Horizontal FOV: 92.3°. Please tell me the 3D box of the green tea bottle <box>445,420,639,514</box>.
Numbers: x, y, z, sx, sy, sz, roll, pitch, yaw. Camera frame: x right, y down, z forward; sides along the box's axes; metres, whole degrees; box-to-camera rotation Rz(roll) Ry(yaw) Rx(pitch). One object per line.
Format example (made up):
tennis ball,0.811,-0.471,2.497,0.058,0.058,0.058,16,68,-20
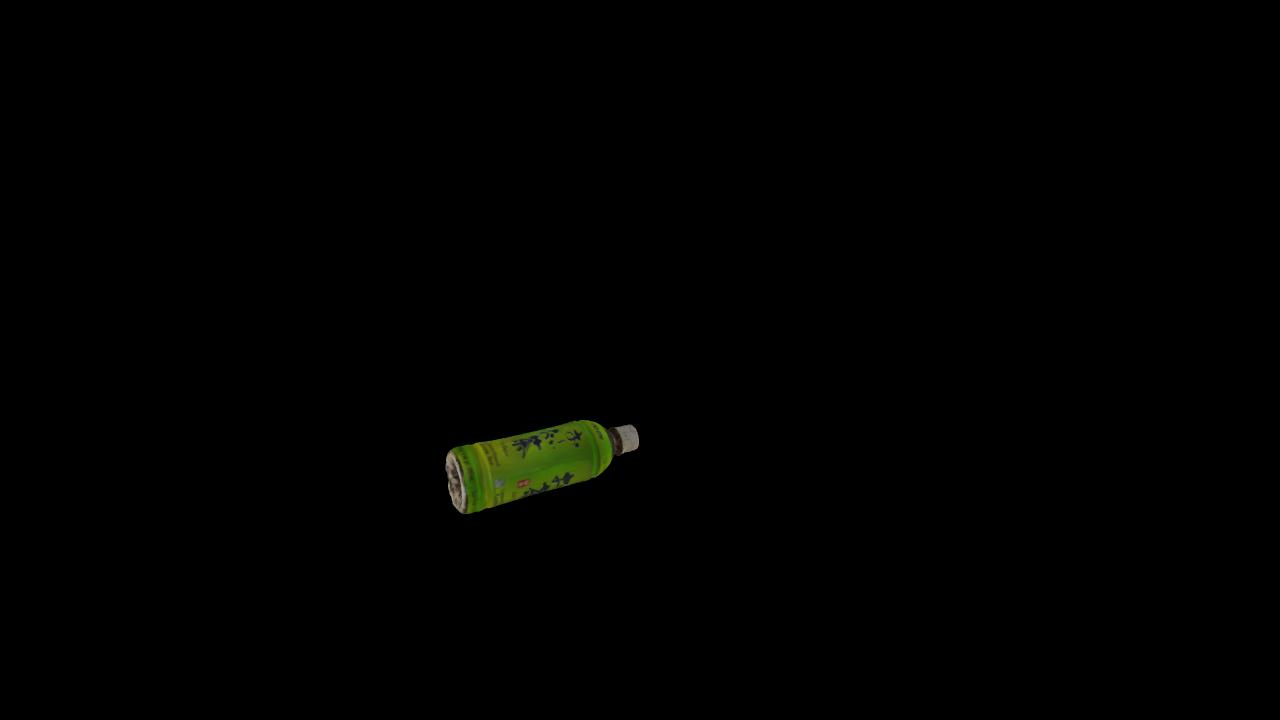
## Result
green tea bottle,-0.098,0.106,0.670,0.212,0.073,0.073,-12,6,-32
